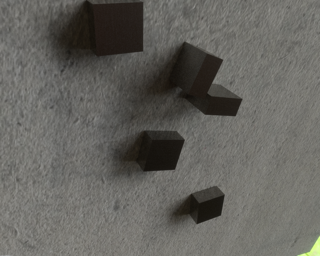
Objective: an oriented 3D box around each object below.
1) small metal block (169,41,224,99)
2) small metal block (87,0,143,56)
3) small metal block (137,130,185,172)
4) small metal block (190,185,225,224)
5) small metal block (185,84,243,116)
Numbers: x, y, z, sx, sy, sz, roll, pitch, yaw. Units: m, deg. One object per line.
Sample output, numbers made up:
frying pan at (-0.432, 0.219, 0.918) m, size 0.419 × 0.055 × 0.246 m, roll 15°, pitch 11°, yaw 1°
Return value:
small metal block at (0.042, -0.070, 0.372) m, size 0.025 × 0.050 × 0.050 m, roll 11°, pitch 113°, yaw -34°
small metal block at (-0.045, -0.104, 0.319) m, size 0.050 × 0.025 × 0.050 m, roll -12°, pitch 124°, yaw -22°
small metal block at (0.000, 0.031, 0.428) m, size 0.050 × 0.025 × 0.050 m, roll 1°, pitch 118°, yaw -30°
small metal block at (0.081, 0.133, 0.536) m, size 0.050 × 0.025 × 0.050 m, roll -12°, pitch 124°, yaw -22°
small metal block at (0.070, -0.039, 0.407) m, size 0.050 × 0.050 × 0.025 m, roll 1°, pitch 118°, yaw -30°
